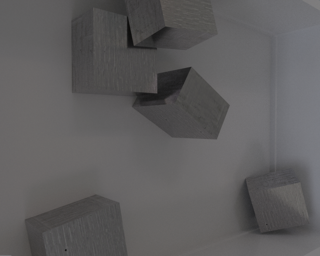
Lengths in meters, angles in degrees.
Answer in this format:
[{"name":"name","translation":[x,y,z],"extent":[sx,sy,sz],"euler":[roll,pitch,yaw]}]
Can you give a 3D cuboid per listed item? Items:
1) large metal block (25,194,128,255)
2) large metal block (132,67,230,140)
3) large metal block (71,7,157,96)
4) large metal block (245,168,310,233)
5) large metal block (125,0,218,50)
[{"name":"large metal block","translation":[-0.083,0.124,0.321],"extent":[0.081,0.050,0.079],"euler":[-13,99,-39]},{"name":"large metal block","translation":[0.027,-0.028,0.393],"extent":[0.080,0.080,0.050],"euler":[37,67,-34]},{"name":"large metal block","translation":[-0.050,-0.079,0.348],"extent":[0.081,0.050,0.080],"euler":[-1,91,-40]},{"name":"large metal block","translation":[0.199,0.123,0.529],"extent":[0.050,0.080,0.080],"euler":[-68,141,-69]},{"name":"large metal block","translation":[0.010,-0.134,0.337],"extent":[0.081,0.050,0.080],"euler":[-9,86,-42]}]
